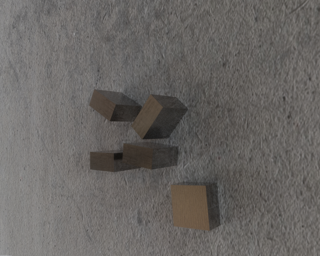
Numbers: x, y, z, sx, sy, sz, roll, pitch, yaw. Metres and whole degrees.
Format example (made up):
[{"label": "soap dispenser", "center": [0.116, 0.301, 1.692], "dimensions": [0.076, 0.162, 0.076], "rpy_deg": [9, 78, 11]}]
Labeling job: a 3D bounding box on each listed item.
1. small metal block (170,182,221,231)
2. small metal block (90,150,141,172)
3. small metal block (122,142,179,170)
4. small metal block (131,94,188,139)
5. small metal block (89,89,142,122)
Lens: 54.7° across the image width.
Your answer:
[{"label": "small metal block", "center": [0.042, 0.092, 0.370], "dimensions": [0.050, 0.025, 0.050], "rpy_deg": [-7, 85, 39]}, {"label": "small metal block", "center": [-0.064, 0.046, 0.441], "dimensions": [0.050, 0.050, 0.025], "rpy_deg": [-1, 90, 40]}, {"label": "small metal block", "center": [-0.012, 0.034, 0.399], "dimensions": [0.050, 0.050, 0.025], "rpy_deg": [7, 95, 40]}, {"label": "small metal block", "center": [0.000, -0.013, 0.389], "dimensions": [0.025, 0.050, 0.050], "rpy_deg": [48, 119, 29]}, {"label": "small metal block", "center": [-0.063, -0.032, 0.441], "dimensions": [0.050, 0.050, 0.025], "rpy_deg": [34, 111, 34]}]
